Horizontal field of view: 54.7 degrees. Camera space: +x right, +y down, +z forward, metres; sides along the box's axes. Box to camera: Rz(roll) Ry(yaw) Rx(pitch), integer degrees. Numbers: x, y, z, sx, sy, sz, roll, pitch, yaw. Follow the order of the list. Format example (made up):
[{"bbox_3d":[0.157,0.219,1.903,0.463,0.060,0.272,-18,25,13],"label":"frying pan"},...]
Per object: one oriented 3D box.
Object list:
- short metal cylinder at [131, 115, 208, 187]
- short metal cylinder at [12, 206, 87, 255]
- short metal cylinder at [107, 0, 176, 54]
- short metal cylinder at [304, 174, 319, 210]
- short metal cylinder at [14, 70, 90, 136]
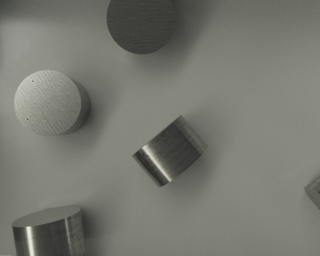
[{"bbox_3d":[0.012,0.028,0.384,0.080,0.080,0.050,-40,90,0],"label":"short metal cylinder"},{"bbox_3d":[-0.135,0.133,0.383,0.080,0.080,0.050,-9,90,0],"label":"short metal cylinder"},{"bbox_3d":[-0.022,-0.136,0.385,0.081,0.050,0.079,-1,114,-1],"label":"short metal cylinder"},{"bbox_3d":[0.231,0.088,0.386,0.050,0.080,0.080,-41,90,0],"label":"short metal cylinder"},{"bbox_3d":[-0.135,-0.030,0.398,0.081,0.050,0.080,0,90,0],"label":"short metal cylinder"}]
